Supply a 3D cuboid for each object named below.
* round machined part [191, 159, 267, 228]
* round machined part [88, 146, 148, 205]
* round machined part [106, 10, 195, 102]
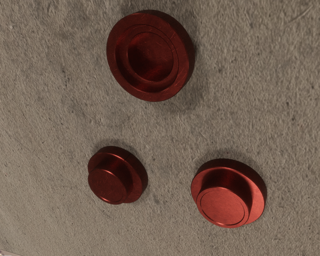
[{"bbox_3d":[0.087,0.092,0.406,0.098,0.042,0.097,13,124,20],"label":"round machined part"},{"bbox_3d":[-0.072,0.080,0.481,0.098,0.042,0.097,13,124,20],"label":"round machined part"},{"bbox_3d":[-0.007,-0.082,0.348,0.098,0.042,0.097,13,124,20],"label":"round machined part"}]
